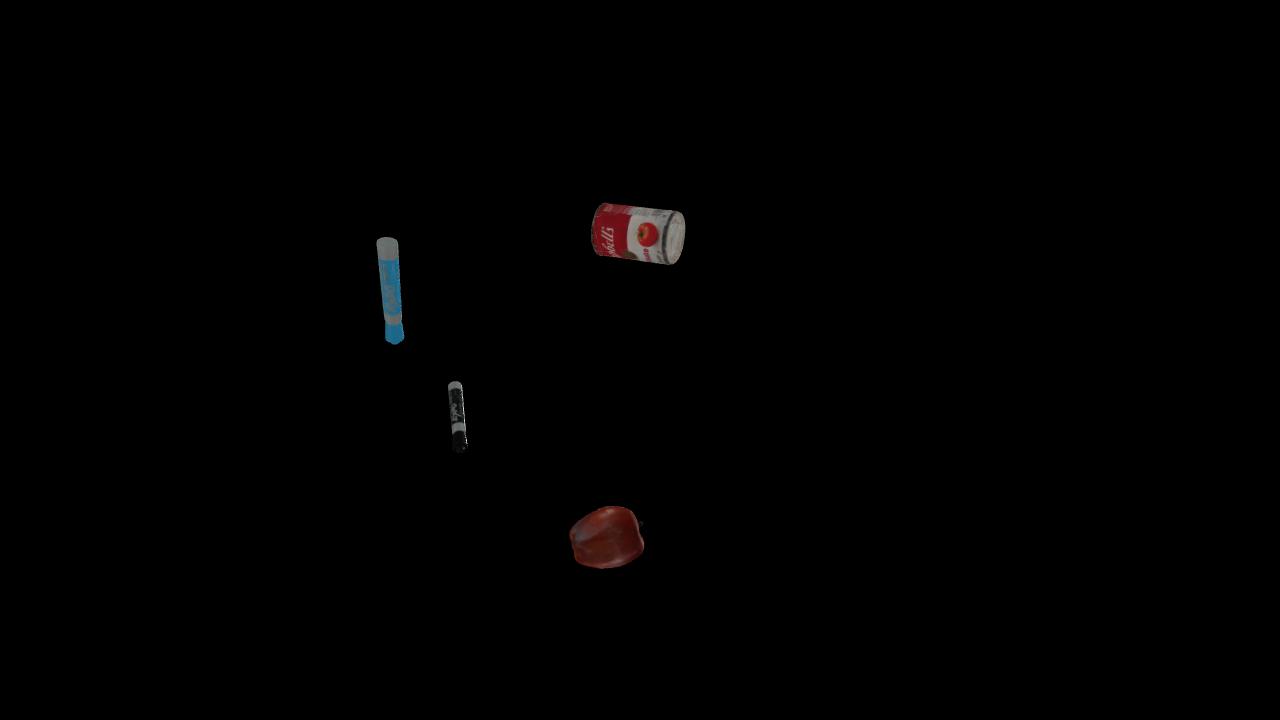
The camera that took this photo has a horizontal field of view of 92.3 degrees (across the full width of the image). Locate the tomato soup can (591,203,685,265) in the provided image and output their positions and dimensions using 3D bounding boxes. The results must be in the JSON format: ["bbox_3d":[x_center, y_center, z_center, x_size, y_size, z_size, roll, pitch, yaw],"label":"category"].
[{"bbox_3d":[-0.001,-0.158,0.769,0.101,0.068,0.068,11,4,20],"label":"tomato soup can"}]

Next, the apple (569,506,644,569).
[{"bbox_3d":[-0.039,0.220,0.763,0.093,0.079,0.079,-15,3,-12],"label":"apple"}]

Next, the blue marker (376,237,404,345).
[{"bbox_3d":[-0.246,-0.064,0.609,0.020,0.121,0.020,8,39,-7],"label":"blue marker"}]

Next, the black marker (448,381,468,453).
[{"bbox_3d":[-0.239,0.074,0.805,0.020,0.020,0.121,0,40,-21],"label":"black marker"}]
